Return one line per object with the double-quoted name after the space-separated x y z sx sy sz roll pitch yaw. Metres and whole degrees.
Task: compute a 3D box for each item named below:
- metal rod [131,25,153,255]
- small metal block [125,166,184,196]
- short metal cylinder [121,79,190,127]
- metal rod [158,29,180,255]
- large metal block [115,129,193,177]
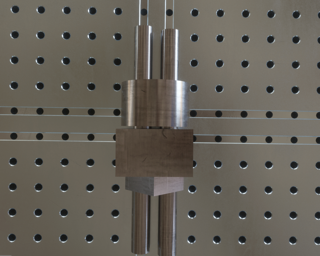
-0.024 0.015 0.414 0.025 0.025 0.298 1 90 -1 "metal rod"
-0.007 0.063 0.378 0.050 0.050 0.025 1 90 -45 "small metal block"
-0.005 -0.027 0.365 0.081 0.080 0.050 1 90 -1 "short metal cylinder"
0.012 0.020 0.415 0.025 0.025 0.298 1 90 -1 "metal rod"
-0.006 0.026 0.361 0.081 0.080 0.050 0 90 -1 "large metal block"
